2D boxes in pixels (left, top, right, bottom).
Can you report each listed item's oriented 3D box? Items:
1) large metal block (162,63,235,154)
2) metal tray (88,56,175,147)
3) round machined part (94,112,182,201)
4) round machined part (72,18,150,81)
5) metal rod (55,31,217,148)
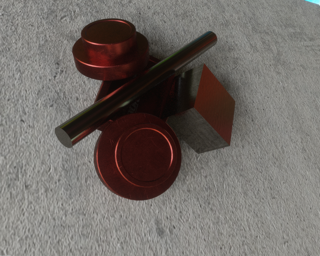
[{"bbox_3d":[0.055,-0.024,0.415,0.080,0.050,0.080,43,46,-31],"label":"large metal block"},{"bbox_3d":[-0.033,-0.046,0.412,0.091,0.030,0.130,22,53,-15],"label":"metal tray"},{"bbox_3d":[-0.020,0.031,0.343,0.099,0.042,0.097,3,81,-21],"label":"round machined part"},{"bbox_3d":[-0.064,-0.107,0.400,0.099,0.042,0.098,-1,45,1],"label":"round machined part"},{"bbox_3d":[-0.008,-0.067,0.404,0.025,0.025,0.302,46,51,4],"label":"metal rod"}]
